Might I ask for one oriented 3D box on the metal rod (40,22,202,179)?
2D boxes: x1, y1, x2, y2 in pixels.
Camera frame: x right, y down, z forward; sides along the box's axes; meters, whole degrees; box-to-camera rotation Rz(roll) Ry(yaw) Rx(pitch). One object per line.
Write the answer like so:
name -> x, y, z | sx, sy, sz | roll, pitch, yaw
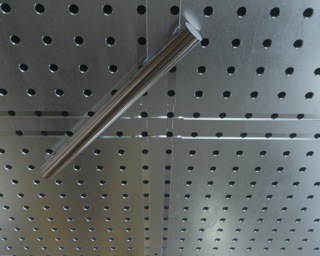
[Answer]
metal rod -> -0.066, -0.018, 0.395 | 0.025, 0.025, 0.299 | 35, 122, -26
